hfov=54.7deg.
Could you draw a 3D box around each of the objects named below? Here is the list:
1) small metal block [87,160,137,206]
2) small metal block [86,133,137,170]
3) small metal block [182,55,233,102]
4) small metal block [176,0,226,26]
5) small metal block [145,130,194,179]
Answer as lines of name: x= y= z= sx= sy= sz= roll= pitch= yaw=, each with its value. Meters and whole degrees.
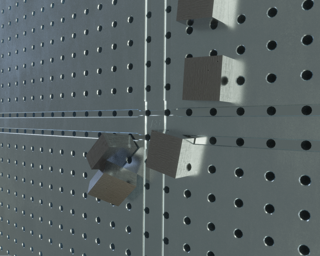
small metal block: x=-0.068 y=0.080 z=0.444 sx=0.050 sy=0.050 sz=0.025 roll=-50 pitch=24 yaw=28
small metal block: x=-0.070 y=0.034 z=0.447 sx=0.050 sy=0.050 sz=0.025 roll=-49 pitch=55 yaw=28
small metal block: x=0.055 y=-0.056 z=0.362 sx=0.050 sy=0.025 sz=0.050 roll=6 pitch=94 yaw=39
small metal block: x=0.049 y=-0.151 z=0.367 sx=0.050 sy=0.025 sz=0.050 roll=9 pitch=96 yaw=39
small metal block: x=0.012 y=0.032 z=0.398 sx=0.050 sy=0.025 sz=0.050 roll=16 pitch=100 yaw=38
